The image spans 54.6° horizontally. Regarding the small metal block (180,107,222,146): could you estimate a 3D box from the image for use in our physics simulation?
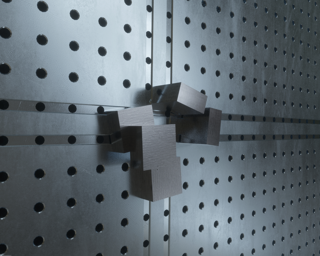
[{"bbox_3d":[0.058,-0.001,0.440,0.025,0.050,0.050,10,84,-40],"label":"small metal block"}]

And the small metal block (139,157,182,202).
[{"bbox_3d":[0.001,0.065,0.409,0.050,0.025,0.050,-6,94,-40],"label":"small metal block"}]

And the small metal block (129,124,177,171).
[{"bbox_3d":[-0.008,0.021,0.369,0.050,0.025,0.050,-4,93,-40],"label":"small metal block"}]

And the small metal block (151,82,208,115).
[{"bbox_3d":[0.026,-0.038,0.413,0.050,0.050,0.025,21,77,-38],"label":"small metal block"}]

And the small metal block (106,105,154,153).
[{"bbox_3d":[-0.034,0.000,0.380,0.050,0.025,0.050,-14,99,-39],"label":"small metal block"}]
